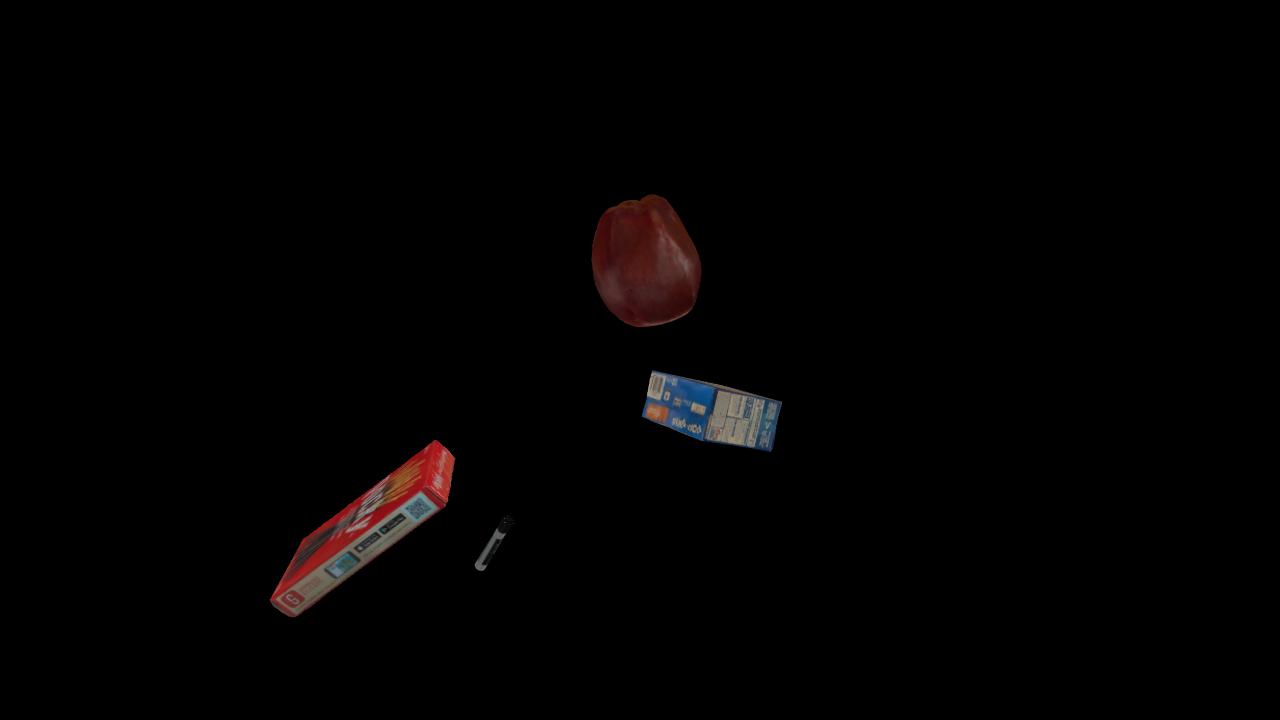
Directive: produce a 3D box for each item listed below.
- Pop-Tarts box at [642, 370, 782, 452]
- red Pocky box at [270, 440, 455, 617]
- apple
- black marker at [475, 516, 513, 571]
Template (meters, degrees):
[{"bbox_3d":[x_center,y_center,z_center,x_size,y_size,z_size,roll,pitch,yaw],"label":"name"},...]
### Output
[{"bbox_3d":[0.110,0.079,0.971,0.141,0.083,0.167,12,2,-33],"label":"Pop-Tarts box"},{"bbox_3d":[-0.224,0.135,0.510,0.155,0.028,0.083,-37,21,2],"label":"red Pocky box"},{"bbox_3d":[0.004,-0.067,0.442,0.079,0.093,0.079,-16,21,6],"label":"apple"},{"bbox_3d":[-0.230,0.288,0.969,0.020,0.121,0.020,26,27,-14],"label":"black marker"}]
